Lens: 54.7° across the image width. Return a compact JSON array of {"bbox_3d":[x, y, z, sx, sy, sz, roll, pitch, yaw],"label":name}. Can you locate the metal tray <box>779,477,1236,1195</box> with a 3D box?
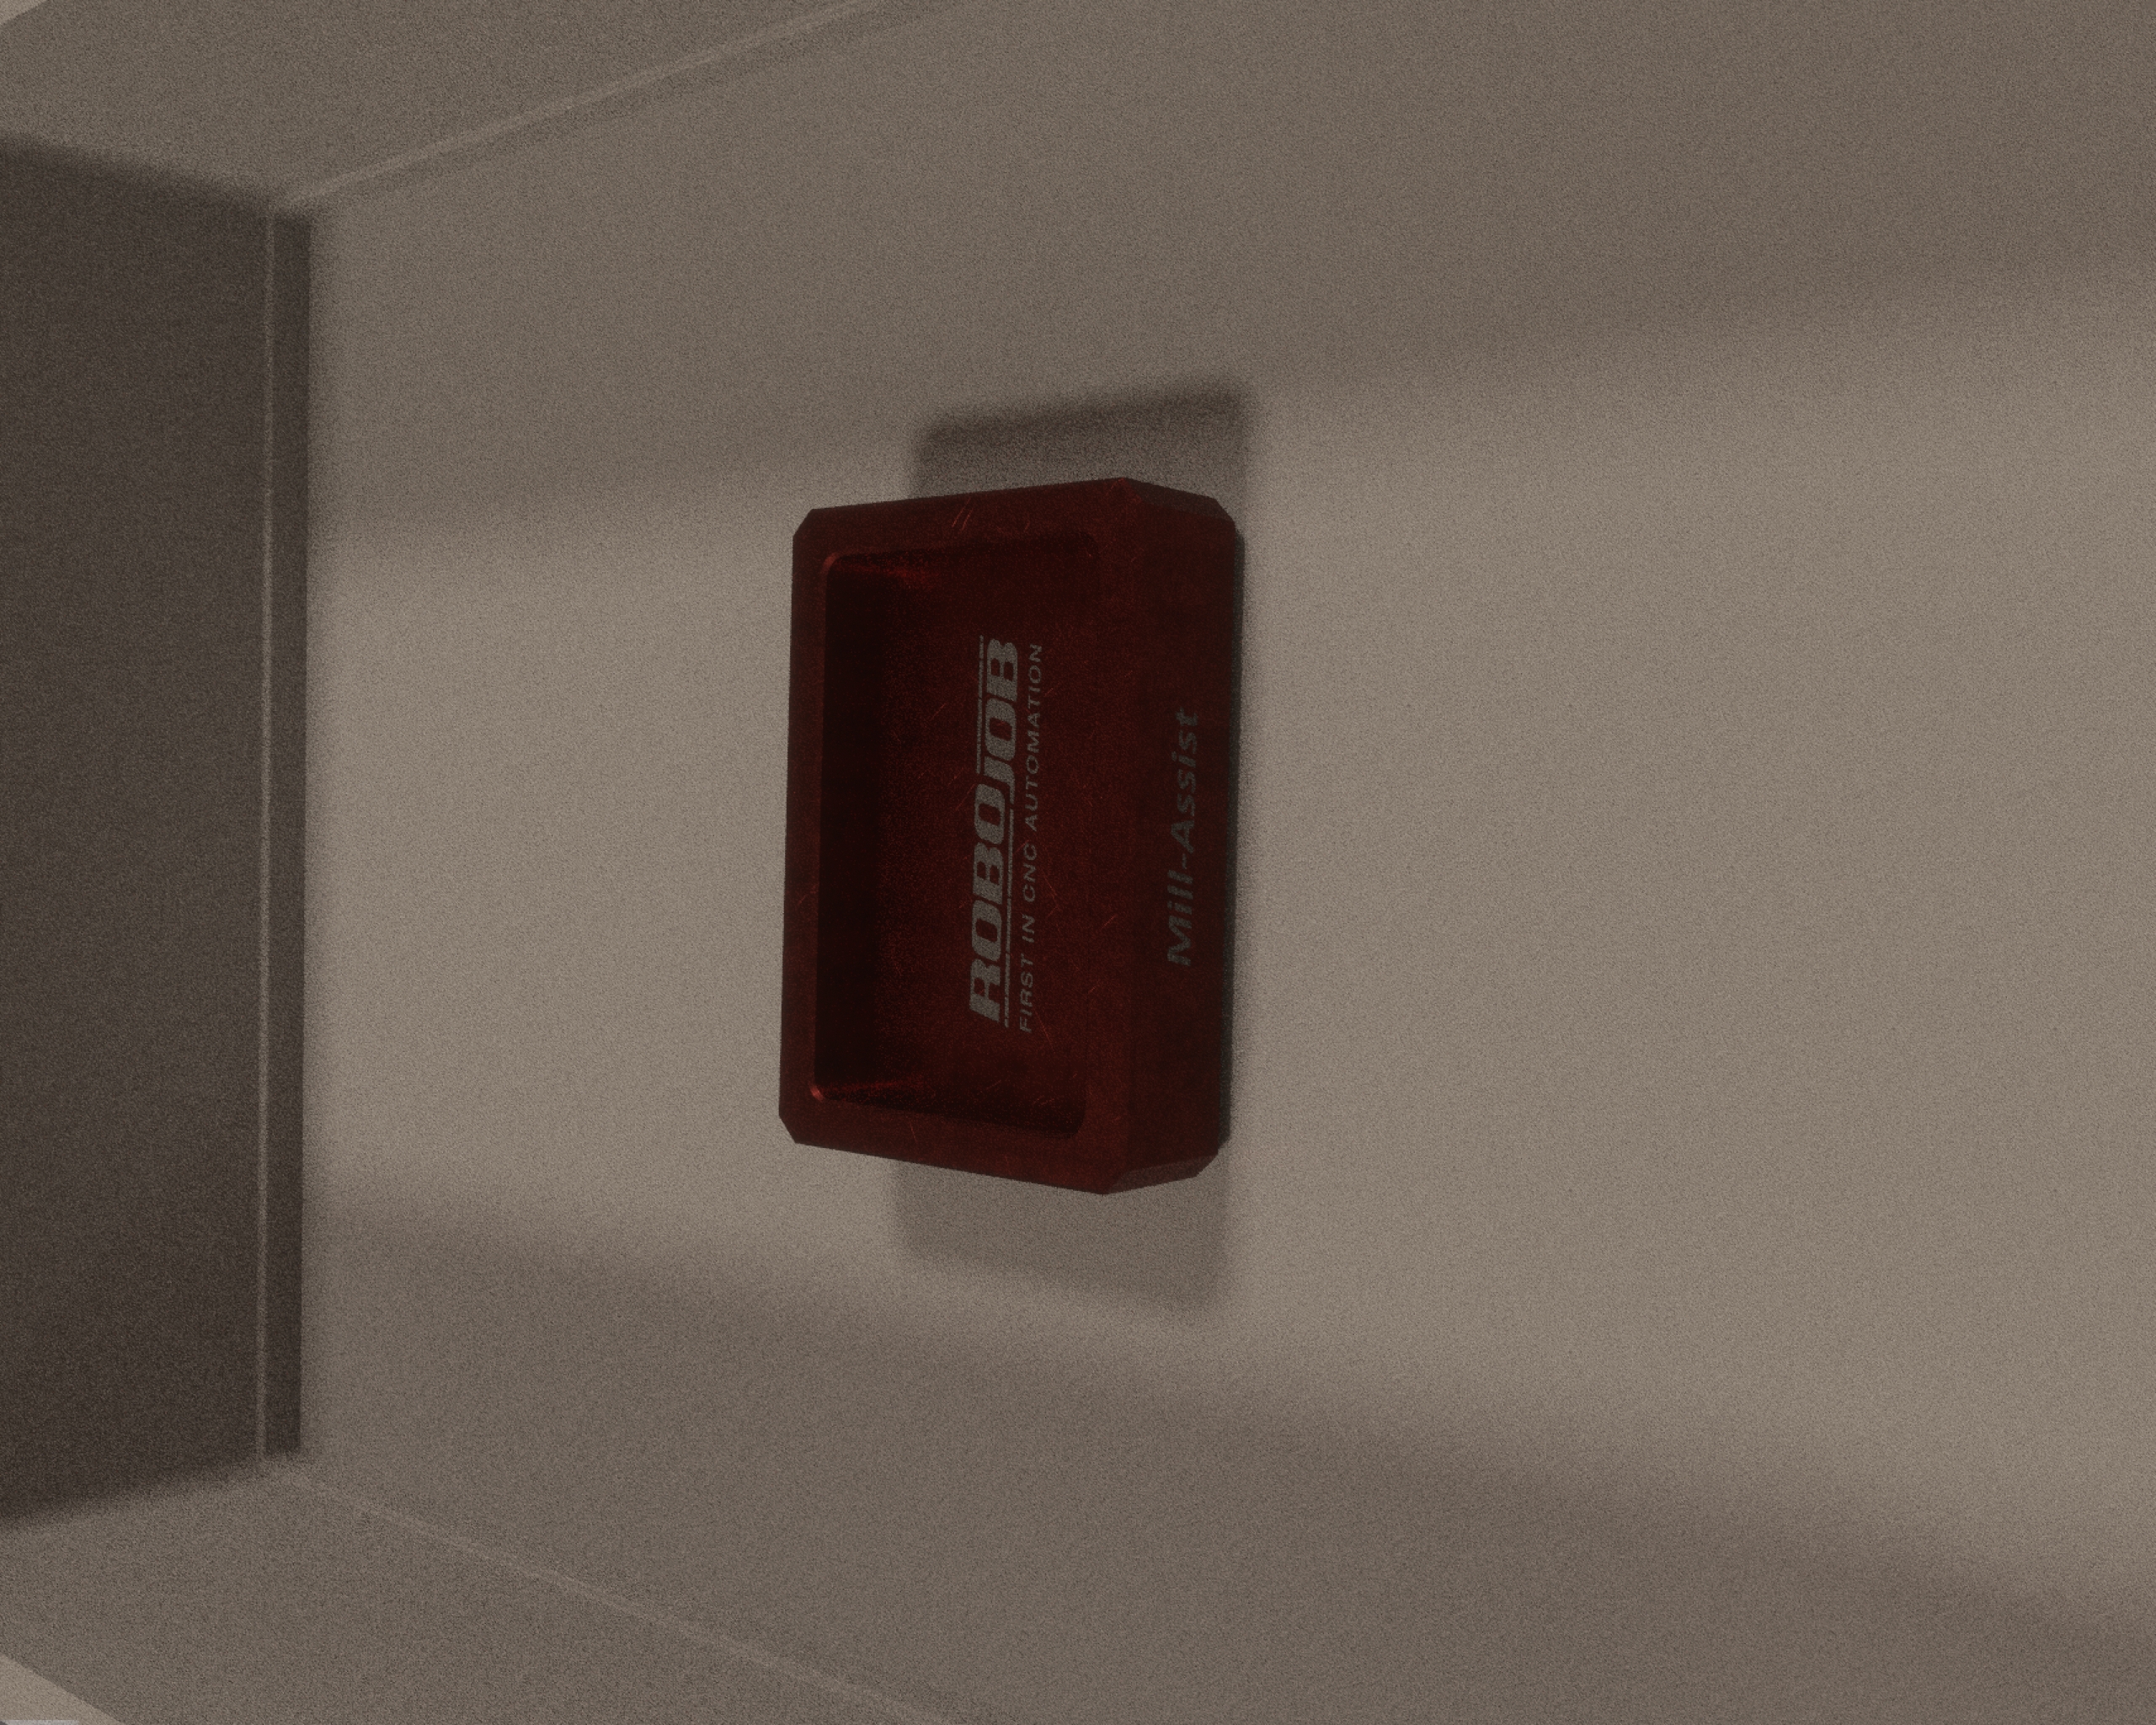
[{"bbox_3d":[-0.016,-0.006,0.411,0.090,0.030,0.129,2,91,39],"label":"metal tray"}]
